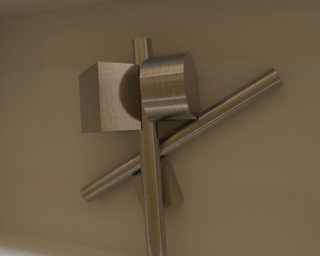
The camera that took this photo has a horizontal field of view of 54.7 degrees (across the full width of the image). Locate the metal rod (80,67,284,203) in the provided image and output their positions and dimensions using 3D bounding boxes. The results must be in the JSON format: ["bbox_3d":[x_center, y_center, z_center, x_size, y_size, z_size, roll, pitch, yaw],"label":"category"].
[{"bbox_3d":[0.016,0.018,0.402,0.300,0.025,0.025,-33,80,16],"label":"metal rod"}]

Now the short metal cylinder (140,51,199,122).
[{"bbox_3d":[0.014,-0.048,0.373,0.050,0.080,0.080,-5,89,18],"label":"short metal cylinder"}]

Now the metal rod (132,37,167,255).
[{"bbox_3d":[-0.012,0.038,0.385,0.025,0.025,0.298,-5,87,19],"label":"metal rod"}]

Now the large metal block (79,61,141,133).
[{"bbox_3d":[-0.067,-0.035,0.397,0.080,0.050,0.079,-5,88,60],"label":"large metal block"}]

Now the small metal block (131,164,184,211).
[{"bbox_3d":[-0.003,0.081,0.409,0.050,0.025,0.050,-22,83,18],"label":"small metal block"}]
